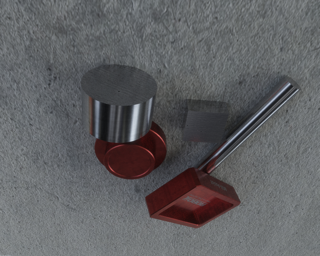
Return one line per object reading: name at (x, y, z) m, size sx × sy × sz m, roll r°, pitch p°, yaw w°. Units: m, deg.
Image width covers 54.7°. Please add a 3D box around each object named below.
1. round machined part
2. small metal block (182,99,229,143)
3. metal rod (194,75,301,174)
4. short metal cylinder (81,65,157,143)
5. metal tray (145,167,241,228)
round machined part at (-0.040, 0.033, 0.424) m, size 0.099 × 0.042 × 0.097 m, roll 0°, pitch 130°, yaw 0°
small metal block at (0.057, -0.008, 0.401) m, size 0.050 × 0.025 × 0.050 m, roll 4°, pitch 130°, yaw -4°
metal rod at (0.078, 0.044, 0.445) m, size 0.025 × 0.025 × 0.298 m, roll 25°, pitch 126°, yaw -20°
short metal cylinder at (-0.046, -0.029, 0.346) m, size 0.081 × 0.080 × 0.050 m, roll 6°, pitch 130°, yaw -5°
metal tray at (0.052, 0.110, 0.466) m, size 0.090 × 0.030 × 0.130 m, roll -37°, pitch 139°, yaw 20°
